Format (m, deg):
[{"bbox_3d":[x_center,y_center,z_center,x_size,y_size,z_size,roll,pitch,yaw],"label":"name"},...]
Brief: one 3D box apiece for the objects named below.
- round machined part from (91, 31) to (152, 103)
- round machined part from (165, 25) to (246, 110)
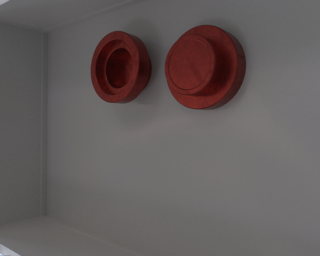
[{"bbox_3d":[-0.051,-0.083,0.438,0.098,0.042,0.097,0,90,40],"label":"round machined part"},{"bbox_3d":[0.045,-0.070,0.359,0.098,0.042,0.097,0,90,40],"label":"round machined part"}]
